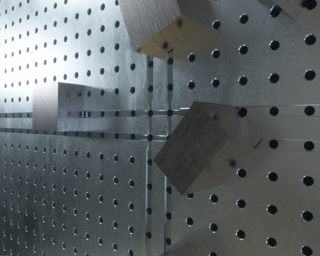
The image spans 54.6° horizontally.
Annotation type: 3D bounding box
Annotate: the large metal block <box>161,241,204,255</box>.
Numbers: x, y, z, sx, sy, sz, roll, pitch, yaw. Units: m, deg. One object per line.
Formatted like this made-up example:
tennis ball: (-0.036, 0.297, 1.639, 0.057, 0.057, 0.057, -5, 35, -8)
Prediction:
large metal block: (0.020, 0.195, 0.377, 0.080, 0.050, 0.080, -38, 67, 33)

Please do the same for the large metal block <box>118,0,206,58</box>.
large metal block: (0.000, -0.148, 0.394, 0.080, 0.050, 0.080, -28, 73, 37)

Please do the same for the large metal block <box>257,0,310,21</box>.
large metal block: (0.115, -0.155, 0.279, 0.050, 0.081, 0.080, 44, 117, 31)

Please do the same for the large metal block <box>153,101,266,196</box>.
large metal block: (0.053, 0.020, 0.330, 0.050, 0.081, 0.080, 49, 119, 29)

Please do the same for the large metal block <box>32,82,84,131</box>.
large metal block: (-0.179, -0.035, 0.543, 0.080, 0.050, 0.080, 1, 91, 40)
